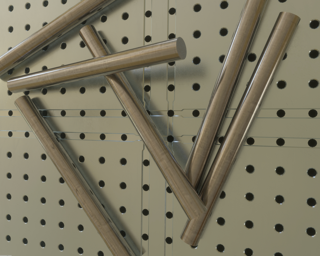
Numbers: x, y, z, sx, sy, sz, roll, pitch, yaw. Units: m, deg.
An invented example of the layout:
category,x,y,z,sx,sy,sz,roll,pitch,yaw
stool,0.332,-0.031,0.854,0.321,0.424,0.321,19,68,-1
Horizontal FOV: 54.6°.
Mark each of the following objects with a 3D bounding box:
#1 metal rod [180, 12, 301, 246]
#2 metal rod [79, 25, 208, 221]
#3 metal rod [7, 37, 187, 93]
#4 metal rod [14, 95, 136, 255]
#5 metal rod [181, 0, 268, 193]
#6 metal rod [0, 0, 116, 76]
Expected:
category,x,y,z,sx,sy,sz,roll,pitch,yaw
metal rod,0.094,0.008,0.379,0.025,0.025,0.299,25,98,18
metal rod,-0.030,-0.019,0.408,0.025,0.025,0.299,-37,73,16
metal rod,-0.105,-0.078,0.421,0.300,0.025,0.025,-5,89,31
metal rod,-0.129,0.073,0.458,0.025,0.025,0.300,-41,77,15
metal rod,0.082,-0.055,0.383,0.025,0.025,0.298,21,97,19
metal rod,-0.151,-0.153,0.466,0.300,0.025,0.025,-26,82,18
